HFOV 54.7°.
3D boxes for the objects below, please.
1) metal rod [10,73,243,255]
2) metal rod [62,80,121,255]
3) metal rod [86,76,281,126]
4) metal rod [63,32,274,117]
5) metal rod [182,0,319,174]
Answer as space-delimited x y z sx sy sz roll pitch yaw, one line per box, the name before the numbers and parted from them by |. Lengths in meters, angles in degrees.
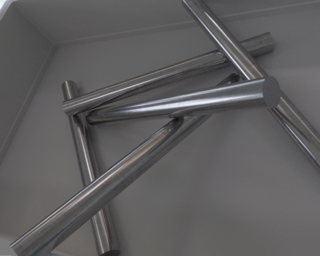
metal rod | -0.006 0.021 0.317 0.025 0.025 0.302 26 51 37
metal rod | -0.106 0.035 0.439 0.025 0.025 0.300 -31 52 8
metal rod | -0.008 -0.022 0.354 0.299 0.025 0.025 -4 58 51
metal rod | 0.002 -0.070 0.431 0.301 0.025 0.025 -16 55 12
metal rod | 0.105 -0.067 0.363 0.025 0.025 0.299 -33 60 7
